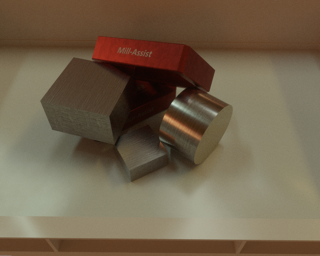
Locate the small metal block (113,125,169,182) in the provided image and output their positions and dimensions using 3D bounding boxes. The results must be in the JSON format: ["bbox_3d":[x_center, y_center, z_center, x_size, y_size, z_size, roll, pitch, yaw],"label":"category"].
[{"bbox_3d":[-0.024,0.030,0.378,0.050,0.025,0.050,-23,54,-19],"label":"small metal block"}]

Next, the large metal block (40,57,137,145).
[{"bbox_3d":[-0.080,-0.034,0.373,0.080,0.050,0.080,13,51,10],"label":"large metal block"}]

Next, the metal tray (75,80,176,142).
[{"bbox_3d":[-0.054,-0.045,0.436,0.131,0.030,0.090,-27,55,-22],"label":"metal tray"}]

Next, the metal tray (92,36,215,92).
[{"bbox_3d":[-0.008,-0.080,0.390,0.130,0.090,0.030,15,89,30],"label":"metal tray"}]

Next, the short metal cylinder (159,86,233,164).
[{"bbox_3d":[0.044,-0.004,0.372,0.050,0.080,0.080,32,57,24],"label":"short metal cylinder"}]
